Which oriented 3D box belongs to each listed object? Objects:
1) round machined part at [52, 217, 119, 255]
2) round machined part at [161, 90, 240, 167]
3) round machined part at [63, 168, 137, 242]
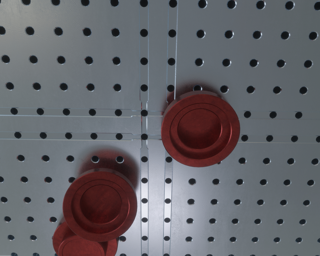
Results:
[{"bbox_3d":[-0.113,0.177,0.468,0.099,0.042,0.097,0,110,0],"label":"round machined part"},{"bbox_3d":[0.051,-0.002,0.404,0.099,0.042,0.097,0,110,0],"label":"round machined part"},{"bbox_3d":[-0.081,0.103,0.433,0.099,0.042,0.097,-1,96,-6],"label":"round machined part"}]
